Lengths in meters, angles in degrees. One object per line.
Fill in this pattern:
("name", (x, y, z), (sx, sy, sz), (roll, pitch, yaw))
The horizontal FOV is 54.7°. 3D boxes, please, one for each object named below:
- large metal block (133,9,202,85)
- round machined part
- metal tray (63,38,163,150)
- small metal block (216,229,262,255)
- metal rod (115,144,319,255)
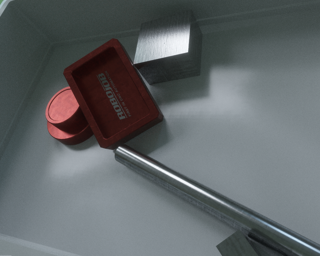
("large metal block", (0.014, -0.116, 0.452), (0.080, 0.050, 0.080), (-7, 59, 24))
("round machined part", (-0.136, -0.026, 0.480), (0.098, 0.042, 0.098), (-13, 56, 20))
("metal tray", (-0.065, -0.046, 0.428), (0.090, 0.030, 0.130), (-31, 77, 6))
("small metal block", (0.080, 0.123, 0.272), (0.025, 0.050, 0.050), (-38, 51, 3))
("metal rod", (0.062, 0.081, 0.322), (0.300, 0.025, 0.025), (23, 74, 36))
